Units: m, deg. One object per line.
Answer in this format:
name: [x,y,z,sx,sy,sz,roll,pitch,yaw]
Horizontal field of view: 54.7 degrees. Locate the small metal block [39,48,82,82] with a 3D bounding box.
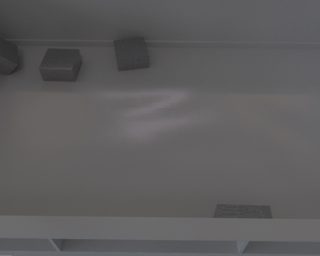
small metal block: [-0.155,-0.099,0.487,0.050,0.025,0.050,2,50,1]

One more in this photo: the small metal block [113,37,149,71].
small metal block: [-0.047,-0.121,0.506,0.050,0.025,0.050,-9,51,-7]

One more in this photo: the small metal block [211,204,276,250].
small metal block: [0.079,0.099,0.306,0.050,0.050,0.025,1,50,1]

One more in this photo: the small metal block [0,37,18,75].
small metal block: [-0.253,-0.118,0.483,0.025,0.050,0.050,-39,49,20]
